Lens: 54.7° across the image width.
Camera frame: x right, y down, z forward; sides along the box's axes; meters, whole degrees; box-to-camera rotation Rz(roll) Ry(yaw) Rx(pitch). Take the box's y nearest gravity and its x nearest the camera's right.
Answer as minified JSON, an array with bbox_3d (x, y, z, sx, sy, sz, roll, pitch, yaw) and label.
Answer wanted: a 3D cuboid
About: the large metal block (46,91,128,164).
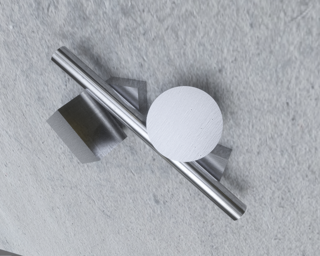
[{"bbox_3d":[-0.102,0.001,0.423,0.080,0.050,0.080,53,151,-11],"label":"large metal block"}]

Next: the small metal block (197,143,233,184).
[{"bbox_3d":[0.061,0.043,0.403,0.050,0.025,0.050,22,127,14],"label":"small metal block"}]

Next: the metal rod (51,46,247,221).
[{"bbox_3d":[-0.013,0.007,0.386,0.300,0.025,0.025,41,129,-1],"label":"metal rod"}]

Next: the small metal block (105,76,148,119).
[{"bbox_3d":[-0.044,-0.038,0.407,0.050,0.025,0.050,12,123,21],"label":"small metal block"}]

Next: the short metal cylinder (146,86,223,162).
[{"bbox_3d":[0.025,-0.004,0.349,0.081,0.050,0.079,0,89,-2],"label":"short metal cylinder"}]
